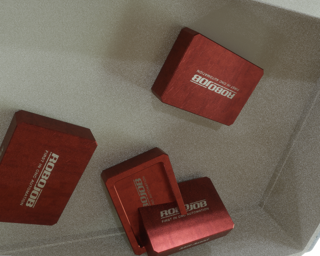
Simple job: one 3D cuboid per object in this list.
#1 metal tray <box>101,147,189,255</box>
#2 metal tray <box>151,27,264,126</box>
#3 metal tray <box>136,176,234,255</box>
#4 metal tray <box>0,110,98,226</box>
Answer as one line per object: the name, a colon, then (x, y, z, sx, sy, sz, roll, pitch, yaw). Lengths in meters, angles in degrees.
metal tray: (-0.017, 0.103, 0.436, 0.091, 0.030, 0.129, -23, 111, -15)
metal tray: (0.065, -0.061, 0.403, 0.131, 0.030, 0.089, 17, 110, -35)
metal tray: (0.033, 0.129, 0.461, 0.131, 0.090, 0.030, -9, 144, -24)
metal tray: (-0.142, 0.052, 0.360, 0.091, 0.030, 0.129, 19, 108, -36)
